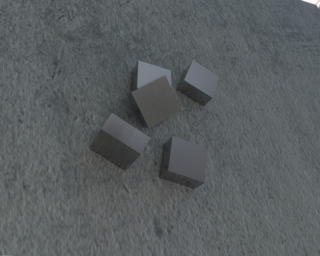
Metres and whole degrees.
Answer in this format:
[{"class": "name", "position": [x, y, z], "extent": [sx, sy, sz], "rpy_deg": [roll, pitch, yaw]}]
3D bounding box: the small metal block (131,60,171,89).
[{"class": "small metal block", "position": [-0.012, -0.062, 0.436], "extent": [0.050, 0.025, 0.050], "rpy_deg": [14, 56, -21]}]

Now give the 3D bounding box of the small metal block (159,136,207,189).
[{"class": "small metal block", "position": [0.030, 0.044, 0.395], "extent": [0.050, 0.025, 0.050], "rpy_deg": [20, 54, -17]}]

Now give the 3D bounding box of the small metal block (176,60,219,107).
[{"class": "small metal block", "position": [0.059, -0.069, 0.480], "extent": [0.050, 0.025, 0.050], "rpy_deg": [31, 52, -9]}]

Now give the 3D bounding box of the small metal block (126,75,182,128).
[{"class": "small metal block", "position": [-0.008, -0.034, 0.401], "extent": [0.050, 0.025, 0.050], "rpy_deg": [-29, 103, -17]}]

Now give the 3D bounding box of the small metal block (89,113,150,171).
[{"class": "small metal block", "position": [-0.047, 0.017, 0.353], "extent": [0.050, 0.050, 0.025], "rpy_deg": [33, 51, -7]}]
